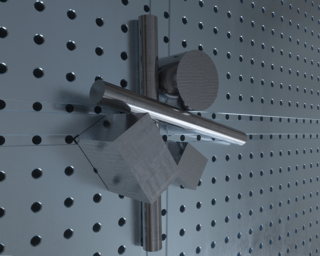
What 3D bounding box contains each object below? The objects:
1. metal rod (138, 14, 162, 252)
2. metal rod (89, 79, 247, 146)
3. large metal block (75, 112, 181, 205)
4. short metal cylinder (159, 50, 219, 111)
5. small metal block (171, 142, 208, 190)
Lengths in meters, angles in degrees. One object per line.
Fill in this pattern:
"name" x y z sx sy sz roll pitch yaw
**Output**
"metal rod" -0.013 0.007 0.401 0.025 0.025 0.298 -2 92 -40
"metal rod" 0.037 -0.009 0.418 0.302 0.025 0.025 15 80 -47
"large metal block" -0.036 0.031 0.343 0.050 0.080 0.080 -42 116 -32
"short metal cylinder" 0.035 -0.062 0.424 0.081 0.050 0.079 0 90 -40
"small metal block" 0.037 0.054 0.443 0.050 0.025 0.050 41 65 -33
